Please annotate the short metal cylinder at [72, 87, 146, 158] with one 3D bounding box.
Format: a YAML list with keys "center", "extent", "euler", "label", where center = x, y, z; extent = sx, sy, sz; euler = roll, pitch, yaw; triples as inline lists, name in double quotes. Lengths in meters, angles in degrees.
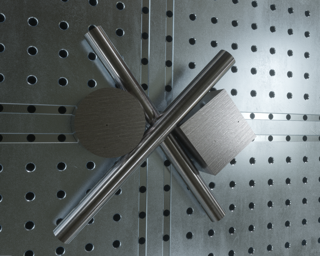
- center: [-0.063, -0.006, 0.372]
  extent: [0.081, 0.050, 0.079]
  euler: [0, 90, -20]
  label: "short metal cylinder"

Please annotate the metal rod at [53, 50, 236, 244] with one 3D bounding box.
- center: [-0.015, 0.019, 0.381]
  extent: [0.025, 0.025, 0.300]
  euler: [44, 84, -15]
  label: "metal rod"

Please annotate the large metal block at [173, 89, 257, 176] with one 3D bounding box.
- center: [0.068, 0.005, 0.420]
  extent: [0.080, 0.050, 0.080]
  euler: [-40, 103, -16]
  label: "large metal block"

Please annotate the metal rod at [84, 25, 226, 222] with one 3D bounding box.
- center: [0.000, 0.003, 0.408]
  extent: [0.025, 0.025, 0.299]
  euler: [-38, 102, -16]
  label: "metal rod"
